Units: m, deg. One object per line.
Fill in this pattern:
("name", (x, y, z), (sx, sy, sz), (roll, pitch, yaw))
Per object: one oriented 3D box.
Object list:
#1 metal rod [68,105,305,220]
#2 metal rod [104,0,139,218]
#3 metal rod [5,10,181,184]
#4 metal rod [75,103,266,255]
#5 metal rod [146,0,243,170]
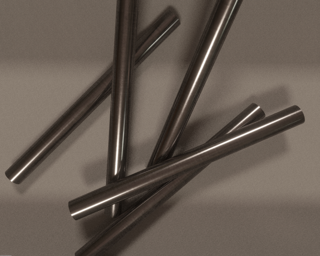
("metal rod", (0.034, 0.041, 0.380), (0.301, 0.025, 0.025), (-23, 90, -2))
("metal rod", (-0.047, -0.031, 0.376), (0.025, 0.025, 0.298), (6, 104, -1))
("metal rod", (-0.088, -0.041, 0.410), (0.025, 0.025, 0.300), (45, 89, -1))
("metal rod", (0.016, 0.072, 0.403), (0.301, 0.025, 0.025), (-40, 90, -4))
("metal rod", (0.042, -0.060, 0.352), (0.025, 0.025, 0.298), (22, 114, -1))
